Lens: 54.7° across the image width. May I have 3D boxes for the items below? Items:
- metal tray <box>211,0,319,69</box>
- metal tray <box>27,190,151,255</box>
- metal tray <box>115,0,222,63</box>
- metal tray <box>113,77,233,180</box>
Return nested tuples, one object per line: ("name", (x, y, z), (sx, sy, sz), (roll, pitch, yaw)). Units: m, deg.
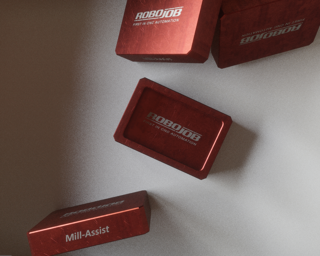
("metal tray", (0.130, -0.128, 0.379), (0.131, 0.090, 0.030), (-15, 60, -1))
("metal tray", (-0.078, 0.113, 0.378), (0.131, 0.090, 0.030), (-13, 90, -1))
("metal tray", (0.006, -0.126, 0.367), (0.030, 0.130, 0.089), (13, 90, -46))
("metal tray", (0.017, 0.001, 0.409), (0.131, 0.030, 0.090), (25, 90, -1))
